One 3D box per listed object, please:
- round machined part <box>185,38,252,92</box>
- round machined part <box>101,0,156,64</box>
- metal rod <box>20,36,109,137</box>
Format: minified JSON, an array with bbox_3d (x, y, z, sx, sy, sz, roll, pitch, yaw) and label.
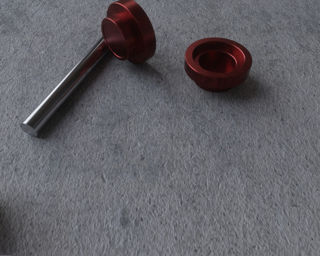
[{"bbox_3d":[0.086,-0.092,0.471,0.099,0.042,0.098,0,50,0],"label":"round machined part"},{"bbox_3d":[-0.054,-0.143,0.475,0.042,0.097,0.098,-34,58,-25],"label":"round machined part"},{"bbox_3d":[-0.112,-0.103,0.488,0.025,0.025,0.301,18,52,14],"label":"metal rod"}]
